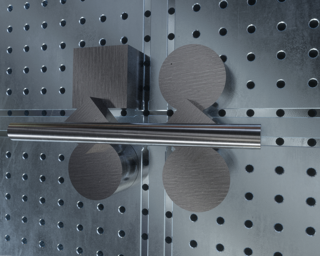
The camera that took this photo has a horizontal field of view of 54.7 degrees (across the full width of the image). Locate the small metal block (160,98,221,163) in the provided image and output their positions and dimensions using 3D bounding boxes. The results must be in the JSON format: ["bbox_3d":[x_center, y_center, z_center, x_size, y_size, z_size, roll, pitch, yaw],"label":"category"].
[{"bbox_3d":[0.035,0.003,0.347,0.050,0.025,0.050,42,103,15],"label":"small metal block"}]

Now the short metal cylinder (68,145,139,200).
[{"bbox_3d":[-0.077,0.054,0.425,0.080,0.050,0.080,0,90,20],"label":"short metal cylinder"}]

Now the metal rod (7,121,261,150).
[{"bbox_3d":[-0.045,0.006,0.348,0.301,0.025,0.025,1,90,19],"label":"metal rod"}]

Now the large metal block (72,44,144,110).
[{"bbox_3d":[-0.070,-0.066,0.423,0.080,0.050,0.080,1,91,20],"label":"large metal block"}]

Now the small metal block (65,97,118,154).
[{"bbox_3d":[-0.084,-0.003,0.390,0.050,0.025,0.050,-42,77,15],"label":"small metal block"}]

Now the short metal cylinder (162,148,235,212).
[{"bbox_3d":[0.049,0.058,0.382,0.080,0.050,0.080,0,90,20],"label":"short metal cylinder"}]

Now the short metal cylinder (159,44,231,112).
[{"bbox_3d":[0.045,-0.058,0.384,0.080,0.050,0.080,0,90,20],"label":"short metal cylinder"}]
